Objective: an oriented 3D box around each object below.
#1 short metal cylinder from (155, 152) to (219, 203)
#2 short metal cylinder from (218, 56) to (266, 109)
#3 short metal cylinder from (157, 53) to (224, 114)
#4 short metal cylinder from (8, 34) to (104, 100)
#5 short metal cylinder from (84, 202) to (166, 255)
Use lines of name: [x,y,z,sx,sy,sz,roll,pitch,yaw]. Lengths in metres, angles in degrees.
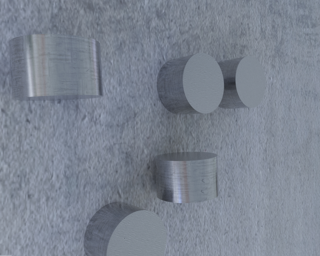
short metal cylinder: [0.035,0.061,0.400,0.081,0.080,0.050,-5,94,-40]
short metal cylinder: [0.125,-0.071,0.496,0.081,0.050,0.079,0,90,-40]
short metal cylinder: [0.043,-0.059,0.426,0.081,0.050,0.079,0,90,-40]
short metal cylinder: [-0.095,-0.053,0.290,0.081,0.080,0.050,-6,94,-40]
short metal cylinder: [-0.039,0.130,0.358,0.081,0.050,0.079,0,90,-40]
